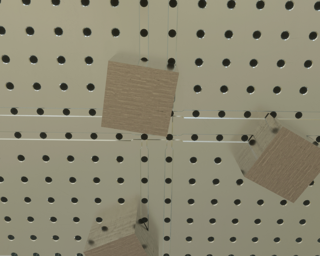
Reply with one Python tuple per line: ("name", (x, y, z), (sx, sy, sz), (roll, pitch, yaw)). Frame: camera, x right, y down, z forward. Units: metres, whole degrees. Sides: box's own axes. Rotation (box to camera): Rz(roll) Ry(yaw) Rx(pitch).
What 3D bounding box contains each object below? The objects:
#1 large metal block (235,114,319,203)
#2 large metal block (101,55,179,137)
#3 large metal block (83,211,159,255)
("large metal block", (0.163, 0.040, 0.416), (0.080, 0.050, 0.080), (28, 108, -10))
("large metal block", (-0.025, -0.041, 0.385), (0.080, 0.050, 0.079), (9, 110, -4))
("large metal block", (-0.055, 0.185, 0.468), (0.080, 0.050, 0.080), (-23, 109, 8))
